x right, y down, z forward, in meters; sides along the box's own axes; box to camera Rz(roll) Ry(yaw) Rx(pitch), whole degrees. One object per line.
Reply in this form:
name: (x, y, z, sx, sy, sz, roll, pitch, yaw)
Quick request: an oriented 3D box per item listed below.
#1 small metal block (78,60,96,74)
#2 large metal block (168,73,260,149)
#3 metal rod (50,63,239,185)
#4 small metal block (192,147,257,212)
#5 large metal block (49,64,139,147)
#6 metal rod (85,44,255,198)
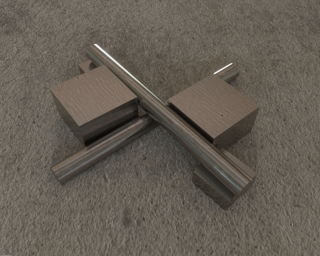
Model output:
small metal block: (-0.089, -0.084, 0.476, 0.050, 0.025, 0.050, -30, 56, -23)
large metal block: (0.066, -0.015, 0.402, 0.081, 0.050, 0.080, -32, 57, -24)
metal rod: (-0.003, -0.017, 0.420, 0.302, 0.025, 0.025, -32, 57, -24)
small metal block: (0.074, 0.058, 0.357, 0.050, 0.025, 0.050, -36, 59, -26)
large metal block: (-0.085, -0.029, 0.410, 0.081, 0.050, 0.080, -30, 56, -23)
metal rod: (-0.006, -0.026, 0.393, 0.025, 0.025, 0.300, -32, 57, -24)
